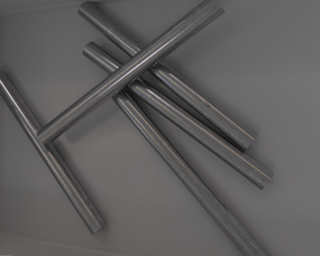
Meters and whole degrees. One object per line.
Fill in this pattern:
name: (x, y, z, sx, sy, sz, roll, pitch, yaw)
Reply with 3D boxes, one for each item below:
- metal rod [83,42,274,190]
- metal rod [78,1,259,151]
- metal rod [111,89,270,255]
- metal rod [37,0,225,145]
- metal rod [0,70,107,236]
metal rod: (0.013, -0.025, 0.405, 0.300, 0.025, 0.025, 38, 102, 16)
metal rod: (0.001, -0.077, 0.410, 0.300, 0.025, 0.025, 41, 103, 15)
metal rod: (0.036, 0.061, 0.397, 0.025, 0.025, 0.300, -44, 77, 15)
metal rod: (-0.051, -0.064, 0.400, 0.300, 0.025, 0.025, -33, 79, 20)
metal rod: (-0.175, 0.030, 0.472, 0.025, 0.025, 0.300, -41, 77, 15)
